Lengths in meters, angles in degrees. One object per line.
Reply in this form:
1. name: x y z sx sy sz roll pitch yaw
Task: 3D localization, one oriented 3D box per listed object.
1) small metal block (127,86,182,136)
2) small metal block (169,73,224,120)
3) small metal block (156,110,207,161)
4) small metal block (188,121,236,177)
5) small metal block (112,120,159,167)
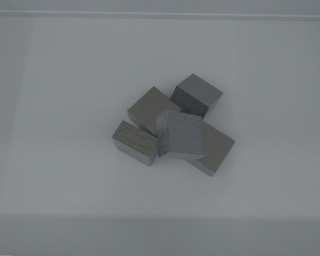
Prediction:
1. small metal block: -0.007 -0.019 0.414 0.050 0.025 0.050 42 75 13
2. small metal block: 0.049 -0.042 0.412 0.050 0.025 0.050 35 41 11
3. small metal block: 0.025 0.010 0.366 0.050 0.025 0.050 9 66 -32
4. small metal block: 0.060 0.027 0.399 0.050 0.025 0.050 34 73 11
5. small metal block: -0.029 0.020 0.386 0.050 0.050 0.025 28 73 9
